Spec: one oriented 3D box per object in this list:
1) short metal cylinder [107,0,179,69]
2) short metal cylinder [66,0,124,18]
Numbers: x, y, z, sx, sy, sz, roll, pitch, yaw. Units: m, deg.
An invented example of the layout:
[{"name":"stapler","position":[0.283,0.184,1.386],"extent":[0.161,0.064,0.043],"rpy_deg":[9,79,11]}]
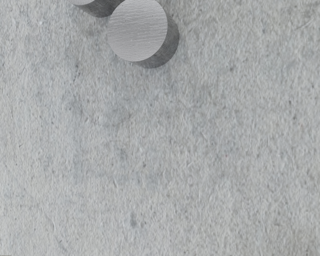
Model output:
[{"name":"short metal cylinder","position":[-0.020,-0.121,0.402],"extent":[0.080,0.050,0.079],"rpy_deg":[0,90,19]},{"name":"short metal cylinder","position":[-0.091,-0.200,0.427],"extent":[0.080,0.050,0.079],"rpy_deg":[0,90,19]}]
